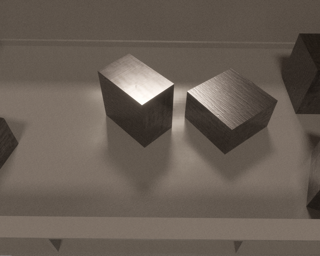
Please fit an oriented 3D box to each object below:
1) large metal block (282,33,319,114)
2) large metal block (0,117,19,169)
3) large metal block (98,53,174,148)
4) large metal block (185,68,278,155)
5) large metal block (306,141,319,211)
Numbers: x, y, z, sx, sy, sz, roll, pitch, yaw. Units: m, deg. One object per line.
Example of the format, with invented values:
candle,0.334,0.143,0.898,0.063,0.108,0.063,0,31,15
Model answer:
large metal block,0.219,-0.076,0.436,0.050,0.080,0.080,0,50,0
large metal block,-0.233,0.026,0.364,0.080,0.050,0.080,12,51,9
large metal block,-0.030,-0.035,0.398,0.050,0.080,0.080,-37,59,-27
large metal block,0.091,-0.025,0.411,0.081,0.050,0.080,-30,56,-23
large metal block,0.217,0.056,0.345,0.080,0.050,0.080,17,52,13
